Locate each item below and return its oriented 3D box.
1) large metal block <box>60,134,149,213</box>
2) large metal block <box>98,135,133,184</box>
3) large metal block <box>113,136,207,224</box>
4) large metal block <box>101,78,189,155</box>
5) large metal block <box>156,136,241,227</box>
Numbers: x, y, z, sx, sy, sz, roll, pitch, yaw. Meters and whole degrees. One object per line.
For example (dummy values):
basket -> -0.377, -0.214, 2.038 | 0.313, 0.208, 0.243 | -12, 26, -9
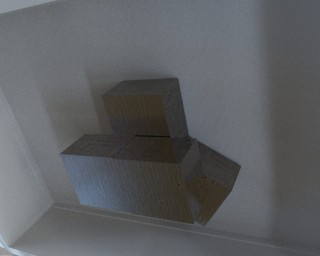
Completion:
large metal block -> -0.068, 0.055, 0.396 | 0.080, 0.050, 0.080 | 1, 119, 28
large metal block -> -0.048, 0.064, 0.455 | 0.080, 0.050, 0.080 | -29, 103, 37
large metal block -> 0.003, 0.058, 0.358 | 0.080, 0.050, 0.080 | 1, 119, 28
large metal block -> -0.016, -0.015, 0.390 | 0.080, 0.050, 0.080 | 2, 119, 27
large metal block -> 0.047, 0.070, 0.407 | 0.080, 0.050, 0.079 | 30, 128, 9
